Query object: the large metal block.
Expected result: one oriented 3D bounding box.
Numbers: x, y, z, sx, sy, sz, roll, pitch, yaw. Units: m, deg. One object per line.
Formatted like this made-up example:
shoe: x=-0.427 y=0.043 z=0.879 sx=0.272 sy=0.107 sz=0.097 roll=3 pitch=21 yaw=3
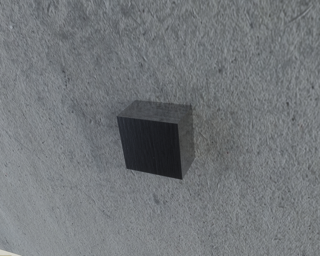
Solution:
large metal block: x=-0.002 y=0.013 z=0.400 sx=0.080 sy=0.050 sz=0.079 roll=8 pitch=122 yaw=24
